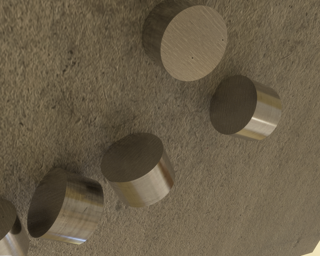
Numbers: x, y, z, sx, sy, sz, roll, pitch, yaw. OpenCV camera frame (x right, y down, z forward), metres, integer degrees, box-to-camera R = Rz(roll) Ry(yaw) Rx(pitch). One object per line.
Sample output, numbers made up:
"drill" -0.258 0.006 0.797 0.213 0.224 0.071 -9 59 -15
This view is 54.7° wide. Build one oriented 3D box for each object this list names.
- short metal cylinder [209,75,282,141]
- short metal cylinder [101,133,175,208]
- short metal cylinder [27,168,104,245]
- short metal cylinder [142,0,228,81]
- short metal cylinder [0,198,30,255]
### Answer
"short metal cylinder" 0.113 -0.025 0.417 0.050 0.080 0.080 14 111 -34
"short metal cylinder" -0.026 0.051 0.388 0.080 0.080 0.050 -30 129 -9
"short metal cylinder" -0.112 0.093 0.367 0.050 0.080 0.080 30 102 -38
"short metal cylinder" 0.027 -0.098 0.344 0.081 0.050 0.079 -14 124 -21
"short metal cylinder" -0.194 0.124 0.342 0.081 0.080 0.050 -16 125 -19
